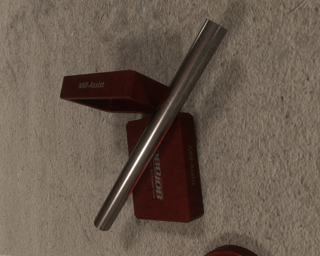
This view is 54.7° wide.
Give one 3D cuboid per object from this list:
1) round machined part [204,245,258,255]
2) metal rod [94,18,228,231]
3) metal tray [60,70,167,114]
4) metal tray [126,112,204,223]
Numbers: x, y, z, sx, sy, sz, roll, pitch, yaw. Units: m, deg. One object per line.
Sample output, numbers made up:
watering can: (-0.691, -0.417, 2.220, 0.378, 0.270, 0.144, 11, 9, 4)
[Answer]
round machined part: (0.076, 0.181, 0.330, 0.098, 0.042, 0.097, 0, 90, 39)
metal rod: (-0.011, 0.014, 0.372, 0.025, 0.025, 0.298, 44, 116, 30)
metal tray: (-0.054, -0.043, 0.402, 0.130, 0.090, 0.030, 4, 82, 39)
metal tray: (0.004, 0.050, 0.397, 0.090, 0.030, 0.129, -10, 84, 39)
